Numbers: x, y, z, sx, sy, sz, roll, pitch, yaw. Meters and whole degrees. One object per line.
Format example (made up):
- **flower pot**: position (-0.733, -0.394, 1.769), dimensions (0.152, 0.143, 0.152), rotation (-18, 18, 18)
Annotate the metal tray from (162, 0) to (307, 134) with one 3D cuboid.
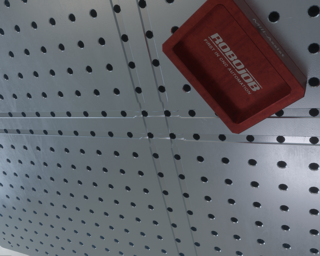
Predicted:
- **metal tray**: position (0.076, -0.066, 0.326), dimensions (0.130, 0.030, 0.090), rotation (48, 129, -6)
